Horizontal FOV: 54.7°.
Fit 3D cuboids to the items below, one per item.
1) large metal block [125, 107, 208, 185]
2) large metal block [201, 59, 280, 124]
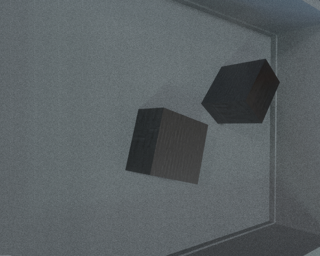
[{"bbox_3d":[0.010,0.024,0.399,0.080,0.050,0.080,19,78,-39],"label":"large metal block"},{"bbox_3d":[0.123,-0.054,0.473,0.050,0.080,0.080,45,63,-31],"label":"large metal block"}]
